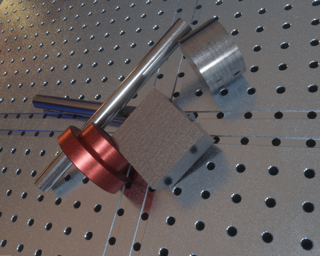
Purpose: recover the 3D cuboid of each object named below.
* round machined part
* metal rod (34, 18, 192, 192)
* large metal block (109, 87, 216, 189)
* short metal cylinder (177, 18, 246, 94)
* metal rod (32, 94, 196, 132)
[{"bbox_3d":[-0.073,0.031,0.379,0.042,0.098,0.098,-45,51,-2],"label":"round machined part"},{"bbox_3d":[-0.067,-0.028,0.425,0.300,0.025,0.025,-47,51,6],"label":"metal rod"},{"bbox_3d":[0.003,0.014,0.360,0.080,0.050,0.080,-48,66,8],"label":"large metal block"},{"bbox_3d":[0.065,-0.090,0.393,0.050,0.080,0.080,-33,52,6],"label":"short metal cylinder"},{"bbox_3d":[-0.087,-0.026,0.468,0.300,0.025,0.025,9,66,31],"label":"metal rod"}]
